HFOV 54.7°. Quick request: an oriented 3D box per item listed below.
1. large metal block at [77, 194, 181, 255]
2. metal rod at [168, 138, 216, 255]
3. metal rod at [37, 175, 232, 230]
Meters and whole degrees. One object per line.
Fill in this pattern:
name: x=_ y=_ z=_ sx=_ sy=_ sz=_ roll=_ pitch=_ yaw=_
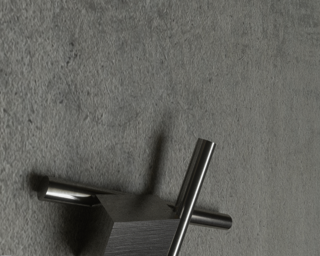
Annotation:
large metal block: x=-0.035 y=0.121 z=0.339 sx=0.081 sy=0.050 sz=0.079 roll=9 pitch=106 yaw=-36
metal rod: x=0.011 y=0.157 z=0.388 sx=0.025 sy=0.025 sz=0.299 roll=25 pitch=82 yaw=-38
metal rod: x=-0.006 y=0.104 z=0.399 sx=0.302 sy=0.025 sz=0.025 roll=22 pitch=76 yaw=-38
